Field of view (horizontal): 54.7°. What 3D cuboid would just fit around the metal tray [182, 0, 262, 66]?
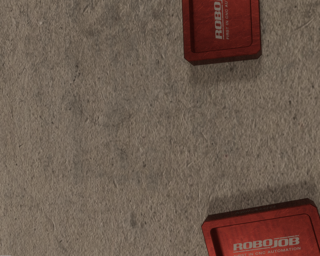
[{"bbox_3d":[0.075,-0.147,0.379,0.090,0.030,0.129,-2,89,19],"label":"metal tray"}]

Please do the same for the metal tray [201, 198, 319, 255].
[{"bbox_3d":[0.124,0.140,0.362,0.130,0.030,0.090,-16,85,18],"label":"metal tray"}]
